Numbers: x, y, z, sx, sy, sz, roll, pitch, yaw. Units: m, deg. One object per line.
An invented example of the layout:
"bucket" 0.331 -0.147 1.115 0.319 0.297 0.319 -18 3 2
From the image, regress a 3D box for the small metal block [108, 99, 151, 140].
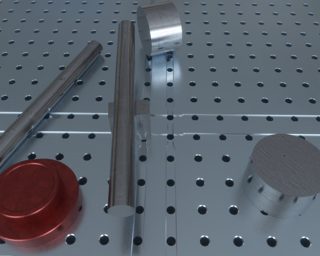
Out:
"small metal block" -0.038 -0.008 0.398 0.050 0.050 0.025 -5 50 -4

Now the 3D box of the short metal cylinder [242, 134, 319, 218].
"short metal cylinder" 0.138 0.053 0.348 0.081 0.050 0.080 0 50 0

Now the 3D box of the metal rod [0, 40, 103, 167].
"metal rod" -0.165 -0.031 0.431 0.025 0.025 0.301 18 52 14

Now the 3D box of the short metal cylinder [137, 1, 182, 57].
"short metal cylinder" -0.002 -0.162 0.508 0.050 0.080 0.080 -15 52 -12

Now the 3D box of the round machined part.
"round machined part" -0.138 0.073 0.334 0.099 0.042 0.098 0 50 0

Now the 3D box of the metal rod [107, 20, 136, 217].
"metal rod" -0.043 -0.039 0.375 0.025 0.025 0.300 -2 50 -2
